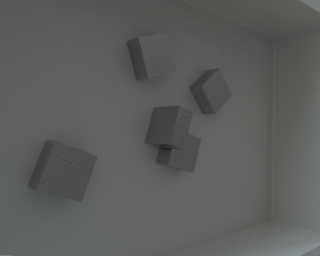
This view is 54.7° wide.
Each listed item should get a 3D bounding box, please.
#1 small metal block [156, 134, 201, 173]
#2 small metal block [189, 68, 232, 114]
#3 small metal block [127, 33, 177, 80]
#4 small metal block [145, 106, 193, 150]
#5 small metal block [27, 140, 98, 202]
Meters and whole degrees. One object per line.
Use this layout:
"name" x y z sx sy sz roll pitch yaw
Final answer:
"small metal block" 0.027 0.031 0.431 0.050 0.025 0.050 23 76 -38
"small metal block" 0.079 -0.056 0.475 0.050 0.025 0.050 -46 118 -30
"small metal block" -0.010 -0.092 0.400 0.050 0.025 0.050 -23 105 -38
"small metal block" 0.011 0.000 0.402 0.025 0.050 0.050 23 75 -38
"small metal block" -0.101 0.045 0.324 0.050 0.025 0.050 27 73 -37
